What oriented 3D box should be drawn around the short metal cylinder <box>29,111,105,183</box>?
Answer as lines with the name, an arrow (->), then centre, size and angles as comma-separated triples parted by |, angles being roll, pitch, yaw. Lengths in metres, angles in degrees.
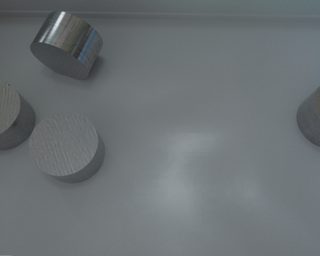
short metal cylinder -> -0.113, 0.025, 0.386 | 0.081, 0.050, 0.080 | 0, 70, 0

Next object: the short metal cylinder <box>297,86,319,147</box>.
short metal cylinder -> 0.230, -0.018, 0.406 | 0.081, 0.050, 0.080 | 0, 70, 0

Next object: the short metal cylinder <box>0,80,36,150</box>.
short metal cylinder -> -0.211, -0.016, 0.400 | 0.081, 0.050, 0.080 | 0, 70, 0

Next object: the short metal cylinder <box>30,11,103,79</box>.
short metal cylinder -> -0.125, -0.110, 0.419 | 0.080, 0.080, 0.050 | 18, 71, 6
